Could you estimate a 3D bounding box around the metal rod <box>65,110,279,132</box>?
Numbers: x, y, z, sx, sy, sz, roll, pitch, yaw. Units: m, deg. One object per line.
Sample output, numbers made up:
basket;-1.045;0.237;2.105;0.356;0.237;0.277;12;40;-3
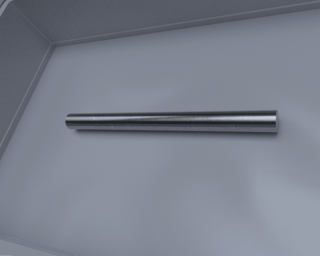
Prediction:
metal rod;-0.004;-0.009;0.409;0.300;0.025;0.025;1;62;28
